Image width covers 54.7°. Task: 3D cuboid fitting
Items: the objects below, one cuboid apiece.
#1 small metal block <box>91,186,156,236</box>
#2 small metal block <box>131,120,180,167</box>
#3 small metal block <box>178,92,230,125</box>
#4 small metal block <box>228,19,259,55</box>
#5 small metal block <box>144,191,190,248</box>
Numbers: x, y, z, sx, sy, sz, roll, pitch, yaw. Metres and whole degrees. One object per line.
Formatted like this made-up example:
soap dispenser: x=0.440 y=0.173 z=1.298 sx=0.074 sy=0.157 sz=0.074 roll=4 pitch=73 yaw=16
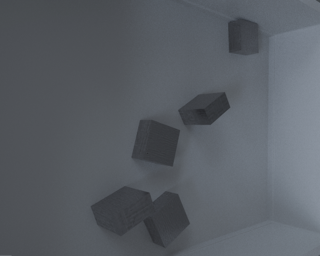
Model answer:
small metal block: x=-0.043 y=0.093 z=0.357 sx=0.050 sy=0.050 sz=0.025 roll=-26 pitch=107 yaw=-37
small metal block: x=-0.005 y=0.020 z=0.405 sx=0.050 sy=0.025 sz=0.050 roll=20 pitch=78 yaw=-39
small metal block: x=0.064 y=-0.028 z=0.446 sx=0.050 sy=0.050 sz=0.025 roll=-38 pitch=114 yaw=-34
small metal block: x=0.143 y=-0.154 z=0.529 sx=0.050 sy=0.025 sz=0.050 roll=-5 pitch=93 yaw=-40
small metal block: x=0.008 y=0.122 z=0.416 sx=0.050 sy=0.025 sz=0.050 roll=-34 pitch=111 yaw=-35
